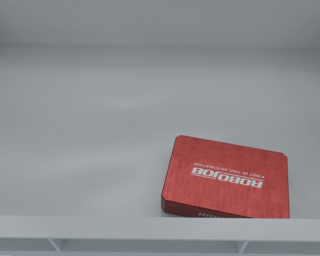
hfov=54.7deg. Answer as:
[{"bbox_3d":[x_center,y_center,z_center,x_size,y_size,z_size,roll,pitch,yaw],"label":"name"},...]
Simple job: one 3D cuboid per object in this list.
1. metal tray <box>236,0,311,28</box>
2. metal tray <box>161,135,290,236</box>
[{"bbox_3d":[0.223,-0.244,0.610,0.131,0.030,0.090,13,51,11],"label":"metal tray"},{"bbox_3d":[0.074,0.061,0.351,0.131,0.030,0.090,10,51,8],"label":"metal tray"}]
